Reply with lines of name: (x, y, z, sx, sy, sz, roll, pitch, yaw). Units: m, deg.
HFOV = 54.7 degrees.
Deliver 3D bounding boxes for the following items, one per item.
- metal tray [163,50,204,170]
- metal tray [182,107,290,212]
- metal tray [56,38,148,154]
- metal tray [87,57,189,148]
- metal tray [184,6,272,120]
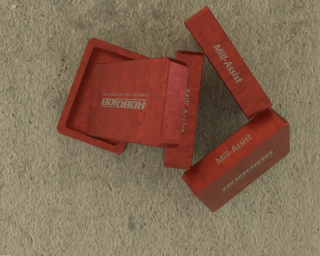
metal tray: (0.026, -0.020, 0.379, 0.030, 0.090, 0.129, 6, 91, 0)
metal tray: (0.098, 0.043, 0.380, 0.130, 0.090, 0.030, -38, 55, 0)
metal tray: (-0.069, -0.041, 0.408, 0.090, 0.030, 0.129, 20, 90, -1)
metal tray: (-0.031, -0.030, 0.354, 0.130, 0.030, 0.089, 7, 90, 44)
metal tray: (0.082, -0.076, 0.377, 0.030, 0.090, 0.130, -33, 90, 14)
